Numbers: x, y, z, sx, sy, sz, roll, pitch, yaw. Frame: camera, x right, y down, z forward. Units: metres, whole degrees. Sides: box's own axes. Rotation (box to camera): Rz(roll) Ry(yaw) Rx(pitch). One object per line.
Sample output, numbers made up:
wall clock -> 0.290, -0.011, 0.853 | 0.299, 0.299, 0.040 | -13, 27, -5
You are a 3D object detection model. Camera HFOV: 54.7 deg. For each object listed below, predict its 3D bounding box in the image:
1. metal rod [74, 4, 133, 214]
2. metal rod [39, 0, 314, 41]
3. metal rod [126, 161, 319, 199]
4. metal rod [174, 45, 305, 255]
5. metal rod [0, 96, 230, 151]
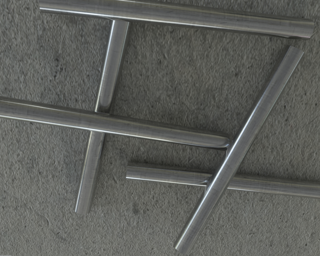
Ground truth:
metal rod -> -0.075, -0.017, 0.402 | 0.025, 0.025, 0.298 | 14, 110, -5
metal rod -> 0.026, -0.125, 0.344 | 0.302, 0.025, 0.025 | 3, 110, -9
metal rod -> 0.104, 0.075, 0.438 | 0.302, 0.025, 0.025 | 7, 110, -3
metal rod -> 0.097, 0.036, 0.402 | 0.025, 0.025, 0.298 | 25, 100, -9
metal rod -> -0.057, -0.004, 0.382 | 0.302, 0.025, 0.025 | 9, 110, -14
